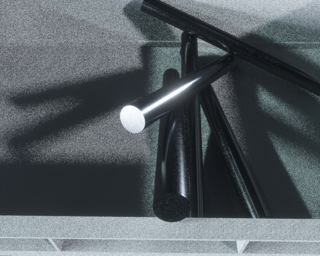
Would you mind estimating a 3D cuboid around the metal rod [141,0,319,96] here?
[{"bbox_3d":[0.112,-0.122,0.460,0.301,0.025,0.025,26,54,2],"label":"metal rod"}]

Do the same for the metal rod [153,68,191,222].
[{"bbox_3d":[0.013,-0.013,0.339,0.025,0.025,0.300,2,26,1],"label":"metal rod"}]

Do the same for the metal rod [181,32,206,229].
[{"bbox_3d":[0.040,-0.022,0.405,0.025,0.025,0.300,2,56,1],"label":"metal rod"}]

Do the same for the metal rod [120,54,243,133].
[{"bbox_3d":[0.050,-0.060,0.383,0.025,0.025,0.302,25,32,20],"label":"metal rod"}]

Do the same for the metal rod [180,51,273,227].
[{"bbox_3d":[0.075,-0.015,0.417,0.025,0.025,0.300,-9,51,-8],"label":"metal rod"}]
